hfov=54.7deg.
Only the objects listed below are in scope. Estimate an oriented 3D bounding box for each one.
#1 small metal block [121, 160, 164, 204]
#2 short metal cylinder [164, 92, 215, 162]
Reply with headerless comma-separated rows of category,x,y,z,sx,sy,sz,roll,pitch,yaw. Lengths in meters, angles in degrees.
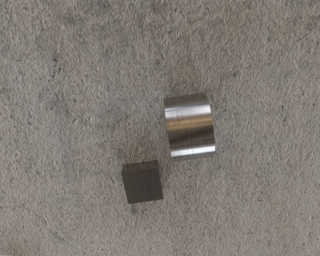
small metal block,-0.024,0.076,0.438,0.050,0.025,0.050,-9,110,2
short metal cylinder,0.035,-0.001,0.381,0.050,0.080,0.079,-8,110,2
